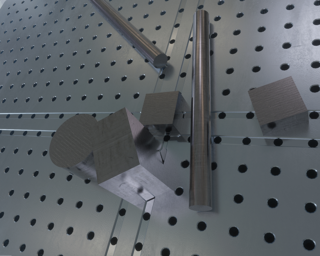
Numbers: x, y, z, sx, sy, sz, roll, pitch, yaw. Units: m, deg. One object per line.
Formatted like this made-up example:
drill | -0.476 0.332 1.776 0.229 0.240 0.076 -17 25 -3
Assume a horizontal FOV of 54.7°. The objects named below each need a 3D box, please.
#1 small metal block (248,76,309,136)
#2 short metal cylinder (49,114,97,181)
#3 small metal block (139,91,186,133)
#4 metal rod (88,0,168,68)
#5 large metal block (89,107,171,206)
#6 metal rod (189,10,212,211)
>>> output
small metal block | 0.134 -0.025 0.353 0.050 0.025 0.050 -19 54 17
short metal cylinder | -0.104 0.027 0.430 0.080 0.050 0.080 -13 56 21
small metal block | 0.003 -0.021 0.419 0.050 0.025 0.050 -2 61 27
metal rod | -0.073 -0.192 0.564 0.025 0.025 0.300 -40 51 1
large metal block | -0.035 0.036 0.370 0.050 0.080 0.080 -27 53 11
metal rod | 0.054 -0.044 0.406 0.025 0.025 0.299 -9 57 23
